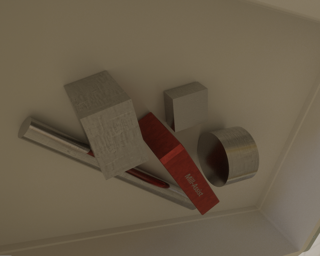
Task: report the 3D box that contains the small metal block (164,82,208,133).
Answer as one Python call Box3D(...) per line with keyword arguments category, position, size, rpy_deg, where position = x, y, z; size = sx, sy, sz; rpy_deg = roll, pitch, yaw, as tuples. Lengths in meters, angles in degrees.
Box3D(category="small metal block", position=(0.035, -0.028, 0.409), size=(0.050, 0.025, 0.050), rpy_deg=(-19, 126, -18))

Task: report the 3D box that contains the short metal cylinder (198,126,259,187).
Box3D(category="short metal cylinder", position=(0.097, 0.041, 0.452), size=(0.050, 0.080, 0.079), rpy_deg=(-11, 123, -22))

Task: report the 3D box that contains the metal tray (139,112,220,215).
Box3D(category="metal tray", position=(0.022, 0.048, 0.407), size=(0.030, 0.090, 0.130), rpy_deg=(-38, 130, -4))

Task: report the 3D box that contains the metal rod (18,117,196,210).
Box3D(category="metal rod", position=(-0.044, 0.062, 0.422), size=(0.301, 0.025, 0.025), rpy_deg=(32, 100, -39))

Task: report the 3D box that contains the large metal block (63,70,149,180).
Box3D(category="large metal block", position=(-0.059, -0.005, 0.337), size=(0.050, 0.080, 0.080), rpy_deg=(-24, 128, -14))
